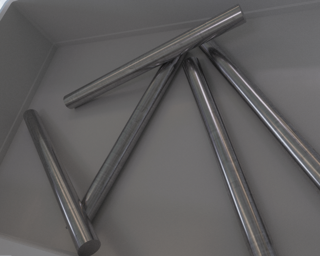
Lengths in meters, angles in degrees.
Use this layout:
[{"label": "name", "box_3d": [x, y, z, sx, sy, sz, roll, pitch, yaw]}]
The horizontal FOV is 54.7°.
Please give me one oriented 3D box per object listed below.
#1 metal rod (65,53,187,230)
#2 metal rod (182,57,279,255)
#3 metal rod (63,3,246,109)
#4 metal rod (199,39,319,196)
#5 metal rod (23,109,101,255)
[{"label": "metal rod", "box_3d": [-0.036, 0.002, 0.423, 0.025, 0.025, 0.300, 17, 70, 35]}, {"label": "metal rod", "box_3d": [0.073, 0.027, 0.350, 0.025, 0.025, 0.299, -24, 53, 14]}, {"label": "metal rod", "box_3d": [-0.024, -0.092, 0.447, 0.300, 0.025, 0.025, -22, 53, 26]}, {"label": "metal rod", "box_3d": [0.112, -0.035, 0.368, 0.025, 0.025, 0.300, -33, 51, 7]}, {"label": "metal rod", "box_3d": [-0.149, 0.052, 0.431, 0.025, 0.025, 0.300, -44, 45, -2]}]
